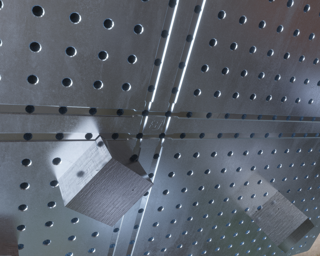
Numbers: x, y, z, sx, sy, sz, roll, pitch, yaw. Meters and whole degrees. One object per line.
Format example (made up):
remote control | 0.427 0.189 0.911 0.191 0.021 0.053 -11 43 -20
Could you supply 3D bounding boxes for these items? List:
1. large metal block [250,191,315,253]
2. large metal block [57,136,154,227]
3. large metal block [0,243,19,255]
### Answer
large metal block | 0.249 0.192 0.634 0.080 0.080 0.050 -44 130 2
large metal block | -0.070 0.071 0.402 0.080 0.050 0.080 -46 130 4
large metal block | -0.233 0.190 0.385 0.080 0.050 0.080 23 106 -37
